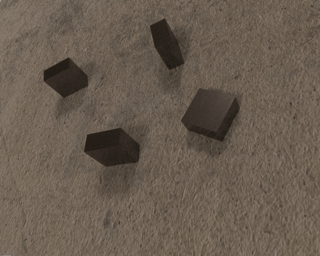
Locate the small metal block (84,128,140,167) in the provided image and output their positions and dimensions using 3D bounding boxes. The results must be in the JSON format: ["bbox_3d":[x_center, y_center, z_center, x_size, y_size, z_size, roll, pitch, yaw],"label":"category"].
[{"bbox_3d":[-0.061,0.026,0.402,0.050,0.050,0.025,-11,57,22],"label":"small metal block"}]

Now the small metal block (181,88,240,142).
[{"bbox_3d":[0.062,-0.017,0.381,0.050,0.025,0.050,20,72,35],"label":"small metal block"}]

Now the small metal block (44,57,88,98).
[{"bbox_3d":[-0.157,-0.083,0.519,0.050,0.050,0.025,-24,53,13],"label":"small metal block"}]

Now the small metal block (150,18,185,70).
[{"bbox_3d":[0.011,-0.123,0.456,0.025,0.050,0.050,-22,54,15],"label":"small metal block"}]
